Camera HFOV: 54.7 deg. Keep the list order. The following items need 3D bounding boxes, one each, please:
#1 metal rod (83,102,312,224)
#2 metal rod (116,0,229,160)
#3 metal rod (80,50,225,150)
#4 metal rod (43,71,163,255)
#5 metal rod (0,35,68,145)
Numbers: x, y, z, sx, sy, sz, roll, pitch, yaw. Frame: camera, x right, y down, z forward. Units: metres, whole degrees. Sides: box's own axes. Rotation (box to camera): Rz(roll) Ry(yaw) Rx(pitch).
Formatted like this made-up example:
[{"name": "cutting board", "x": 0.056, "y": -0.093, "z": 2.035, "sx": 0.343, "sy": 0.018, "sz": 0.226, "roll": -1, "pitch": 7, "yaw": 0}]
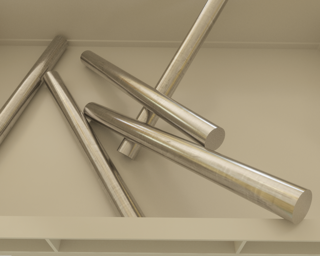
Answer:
[{"name": "metal rod", "x": 0.001, "y": 0.015, "z": 0.316, "sx": 0.025, "sy": 0.025, "sz": 0.300, "roll": -36, "pitch": 35, "yaw": -26}, {"name": "metal rod", "x": 0.032, "y": -0.093, "z": 0.409, "sx": 0.025, "sy": 0.025, "sz": 0.300, "roll": 26, "pitch": 78, "yaw": 20}, {"name": "metal rod", "x": -0.033, "y": -0.051, "z": 0.392, "sx": 0.025, "sy": 0.025, "sz": 0.300, "roll": -29, "pitch": 39, "yaw": -22}, {"name": "metal rod", "x": -0.086, "y": 0.023, "z": 0.384, "sx": 0.025, "sy": 0.025, "sz": 0.300, "roll": -25, "pitch": 55, "yaw": -20}, {"name": "metal rod", "x": -0.199, "y": -0.034, "z": 0.430, "sx": 0.025, "sy": 0.025, "sz": 0.300, "roll": 10, "pitch": 51, "yaw": 7}]
